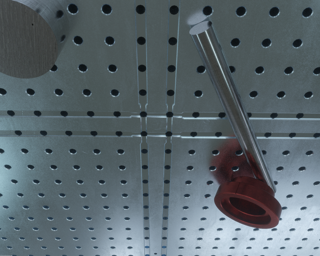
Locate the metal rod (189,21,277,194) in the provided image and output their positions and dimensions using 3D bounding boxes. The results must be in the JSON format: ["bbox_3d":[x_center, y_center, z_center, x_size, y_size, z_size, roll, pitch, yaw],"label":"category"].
[{"bbox_3d":[0.108,-0.002,0.410,0.025,0.025,0.299,-21,128,16],"label":"metal rod"}]

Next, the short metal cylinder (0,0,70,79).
[{"bbox_3d":[-0.138,-0.097,0.311,0.081,0.050,0.079,0,130,0],"label":"short metal cylinder"}]

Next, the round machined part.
[{"bbox_3d":[0.137,0.111,0.479,0.098,0.042,0.098,21,147,15],"label":"round machined part"}]
